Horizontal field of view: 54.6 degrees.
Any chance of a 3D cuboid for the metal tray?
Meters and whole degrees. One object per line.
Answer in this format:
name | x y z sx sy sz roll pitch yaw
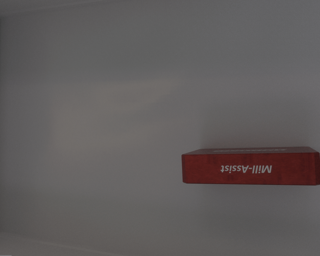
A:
metal tray | 0.098 0.039 0.341 0.130 0.090 0.030 -3 89 20
